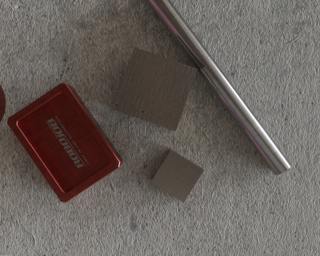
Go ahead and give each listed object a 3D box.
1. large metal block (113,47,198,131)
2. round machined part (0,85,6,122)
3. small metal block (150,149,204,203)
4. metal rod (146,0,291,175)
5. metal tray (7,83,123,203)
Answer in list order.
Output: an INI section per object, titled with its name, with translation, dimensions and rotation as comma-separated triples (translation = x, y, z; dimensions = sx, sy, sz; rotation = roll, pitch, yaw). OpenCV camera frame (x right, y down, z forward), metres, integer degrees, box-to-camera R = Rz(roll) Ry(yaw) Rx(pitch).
[large metal block]
translation = -0.006, -0.047, 0.397
dimensions = 0.080, 0.050, 0.080
rotation = 19, 90, 0
[round machined part]
translation = -0.259, -0.033, 0.399
dimensions = 0.099, 0.042, 0.097
rotation = 0, 90, 0
[small metal block]
translation = 0.022, 0.062, 0.410
dimensions = 0.050, 0.025, 0.050
rotation = 32, 90, 0
[metal rod]
translation = 0.074, -0.065, 0.410
dimensions = 0.025, 0.025, 0.299
rotation = -36, 90, 0
[metal tray]
translation = -0.122, 0.019, 0.406
dimensions = 0.090, 0.030, 0.130
rotation = -34, 90, 0
